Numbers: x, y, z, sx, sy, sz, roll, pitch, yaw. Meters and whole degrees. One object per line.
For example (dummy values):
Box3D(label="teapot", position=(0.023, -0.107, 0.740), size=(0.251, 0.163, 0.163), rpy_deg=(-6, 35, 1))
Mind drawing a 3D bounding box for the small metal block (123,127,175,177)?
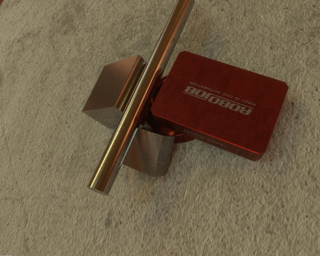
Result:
Box3D(label="small metal block", position=(-0.014, 0.028, 0.383), size=(0.050, 0.025, 0.050), rpy_deg=(17, 96, 35))

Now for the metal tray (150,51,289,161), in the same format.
Box3D(label="metal tray", position=(0.067, -0.028, 0.356), size=(0.130, 0.030, 0.090), rpy_deg=(21, 73, 14))

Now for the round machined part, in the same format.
Box3D(label="round machined part", position=(0.024, -0.033, 0.402), size=(0.098, 0.042, 0.098), rpy_deg=(-13, 56, 21))

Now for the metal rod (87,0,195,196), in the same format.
Box3D(label="metal rod", position=(-0.015, -0.059, 0.395), size=(0.025, 0.025, 0.300), rpy_deg=(8, 63, 31))

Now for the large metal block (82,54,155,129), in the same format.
Box3D(label="large metal block", position=(-0.052, -0.047, 0.432), size=(0.080, 0.050, 0.080), rpy_deg=(-3, 58, 47))
